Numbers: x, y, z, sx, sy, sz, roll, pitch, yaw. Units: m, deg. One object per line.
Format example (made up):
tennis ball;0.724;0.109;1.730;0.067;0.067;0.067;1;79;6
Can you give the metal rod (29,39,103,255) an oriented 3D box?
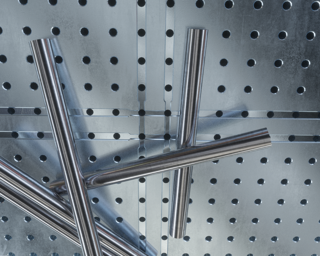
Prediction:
metal rod;-0.117;0.039;0.400;0.025;0.025;0.298;-10;100;3

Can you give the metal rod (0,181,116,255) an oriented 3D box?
metal rod;-0.128;0.161;0.471;0.301;0.025;0.025;39;105;-14

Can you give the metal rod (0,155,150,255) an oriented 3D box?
metal rod;-0.114;0.130;0.439;0.025;0.025;0.300;-42;113;13

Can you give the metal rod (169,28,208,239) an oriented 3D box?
metal rod;0.036;0.021;0.421;0.025;0.025;0.298;3;110;-2

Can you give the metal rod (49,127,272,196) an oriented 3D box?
metal rod;-0.009;0.049;0.410;0.301;0.025;0.025;-15;110;13
